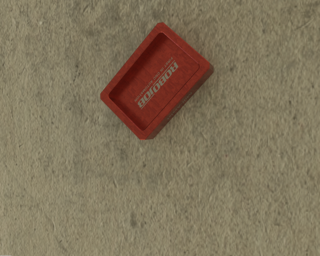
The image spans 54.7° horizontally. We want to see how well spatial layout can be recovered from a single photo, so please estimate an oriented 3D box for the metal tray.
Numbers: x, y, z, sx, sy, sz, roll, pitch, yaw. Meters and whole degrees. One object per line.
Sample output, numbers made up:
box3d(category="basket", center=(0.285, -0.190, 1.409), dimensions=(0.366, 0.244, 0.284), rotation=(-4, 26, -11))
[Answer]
box3d(category="metal tray", center=(-0.006, -0.059, 0.407), dimensions=(0.090, 0.030, 0.130), rotation=(45, 103, 14))
